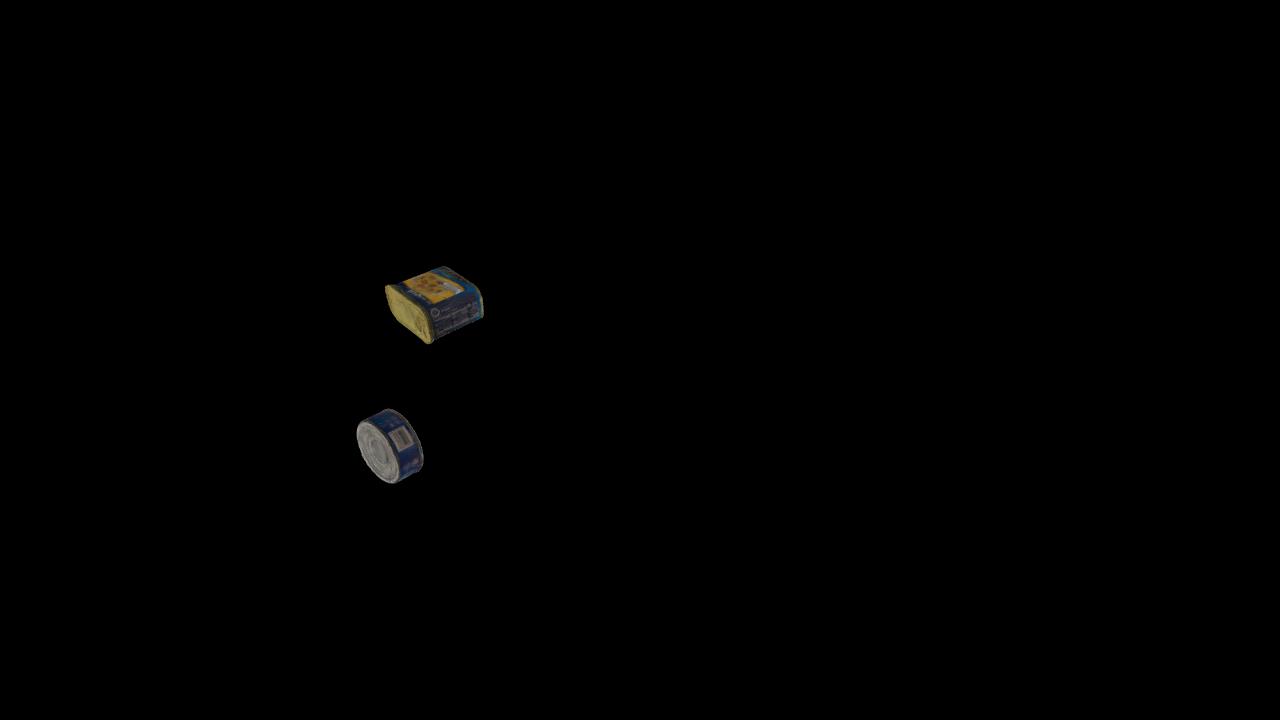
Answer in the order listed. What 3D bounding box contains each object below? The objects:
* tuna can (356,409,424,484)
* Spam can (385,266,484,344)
[{"bbox_3d":[-0.293,0.102,0.719,0.084,0.084,0.034,0,21,38],"label":"tuna can"},{"bbox_3d":[-0.270,-0.076,0.814,0.101,0.058,0.085,32,47,31],"label":"Spam can"}]
